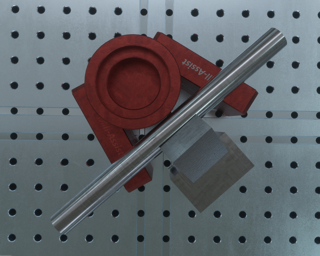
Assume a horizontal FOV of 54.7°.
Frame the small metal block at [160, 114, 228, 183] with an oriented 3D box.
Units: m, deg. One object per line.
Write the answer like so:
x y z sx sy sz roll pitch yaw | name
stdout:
0.036 0.023 0.320 0.050 0.050 0.025 -43 46 0 | small metal block

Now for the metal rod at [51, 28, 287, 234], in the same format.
0.010 0.003 0.323 0.300 0.025 0.025 -41 91 -1 | metal rod

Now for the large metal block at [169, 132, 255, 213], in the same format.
0.058 0.049 0.383 0.080 0.080 0.050 -41 91 0 | large metal block

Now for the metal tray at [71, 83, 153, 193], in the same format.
-0.053 0.008 0.380 0.030 0.090 0.130 -29 90 0 | metal tray

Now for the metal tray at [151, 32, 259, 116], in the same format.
0.046 -0.061 0.380 0.130 0.090 0.030 31 91 -1 | metal tray

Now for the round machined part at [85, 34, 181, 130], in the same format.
-0.028 -0.047 0.336 0.099 0.042 0.097 0 90 -1 | round machined part
